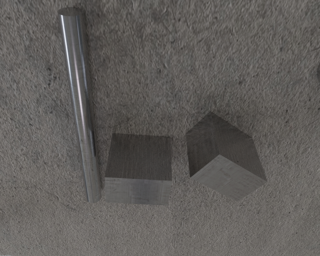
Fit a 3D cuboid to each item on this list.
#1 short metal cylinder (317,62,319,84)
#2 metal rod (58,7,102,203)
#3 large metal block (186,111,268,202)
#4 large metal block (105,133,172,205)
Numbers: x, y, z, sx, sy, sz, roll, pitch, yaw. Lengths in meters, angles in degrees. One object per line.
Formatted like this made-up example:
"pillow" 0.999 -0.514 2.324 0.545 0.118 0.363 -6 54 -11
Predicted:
"short metal cylinder" 0.226 -0.058 0.344 0.081 0.050 0.079 0 130 0
"metal rod" -0.098 -0.002 0.404 0.025 0.025 0.298 3 130 -2
"large metal block" 0.083 0.037 0.403 0.080 0.080 0.050 30 124 -23
"large metal block" -0.028 0.054 0.417 0.081 0.080 0.050 4 130 -4
